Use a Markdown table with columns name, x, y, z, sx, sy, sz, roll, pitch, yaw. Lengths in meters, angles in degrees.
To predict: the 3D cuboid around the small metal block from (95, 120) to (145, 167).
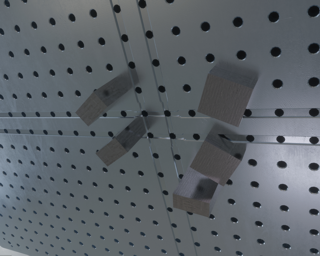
| name | x | y | z | sx | sy | sz | roll | pitch | yaw |
| --- | --- | --- | --- | --- | --- | --- | --- | --- | --- |
| small metal block | -0.056 | 0.022 | 0.439 | 0.025 | 0.050 | 0.050 | 49 | 129 | -6 |

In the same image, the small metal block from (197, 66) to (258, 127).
| name | x | y | z | sx | sy | sz | roll | pitch | yaw |
| --- | --- | --- | --- | --- | --- | --- | --- | --- | --- |
| small metal block | 0.075 | -0.036 | 0.350 | 0.050 | 0.025 | 0.050 | 22 | 127 | 14 |

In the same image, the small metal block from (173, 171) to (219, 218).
| name | x | y | z | sx | sy | sz | roll | pitch | yaw |
| --- | --- | --- | --- | --- | --- | --- | --- | --- | --- |
| small metal block | 0.051 | 0.089 | 0.424 | 0.050 | 0.050 | 0.025 | 11 | 123 | 22 |

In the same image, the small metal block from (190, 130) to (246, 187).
| name | x | y | z | sx | sy | sz | roll | pitch | yaw |
| --- | --- | --- | --- | --- | --- | --- | --- | --- | --- |
| small metal block | 0.073 | 0.039 | 0.397 | 0.050 | 0.025 | 0.050 | 30 | 128 | 9 |

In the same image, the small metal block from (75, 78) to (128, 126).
| name | x | y | z | sx | sy | sz | roll | pitch | yaw |
| --- | --- | --- | --- | --- | --- | --- | --- | --- | --- |
| small metal block | -0.078 | -0.035 | 0.415 | 0.025 | 0.050 | 0.050 | 48 | 129 | -5 |
